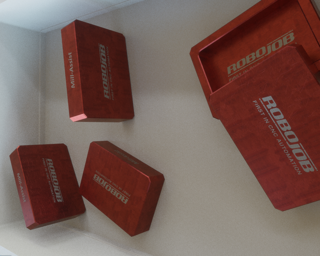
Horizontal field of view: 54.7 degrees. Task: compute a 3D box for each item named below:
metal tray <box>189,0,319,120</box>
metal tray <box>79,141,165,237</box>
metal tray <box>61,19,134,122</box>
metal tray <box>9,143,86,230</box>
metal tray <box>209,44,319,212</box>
[{"bbox_3d":[0.101,-0.073,0.318,0.130,0.030,0.090,-28,73,36],"label":"metal tray"},{"bbox_3d":[-0.061,0.083,0.451,0.130,0.030,0.089,26,106,36],"label":"metal tray"},{"bbox_3d":[-0.085,-0.074,0.431,0.030,0.091,0.129,-12,82,39],"label":"metal tray"},{"bbox_3d":[-0.185,0.092,0.514,0.030,0.091,0.130,-34,69,34],"label":"metal tray"},{"bbox_3d":[0.116,0.002,0.281,0.090,0.030,0.130,-33,88,36],"label":"metal tray"}]
